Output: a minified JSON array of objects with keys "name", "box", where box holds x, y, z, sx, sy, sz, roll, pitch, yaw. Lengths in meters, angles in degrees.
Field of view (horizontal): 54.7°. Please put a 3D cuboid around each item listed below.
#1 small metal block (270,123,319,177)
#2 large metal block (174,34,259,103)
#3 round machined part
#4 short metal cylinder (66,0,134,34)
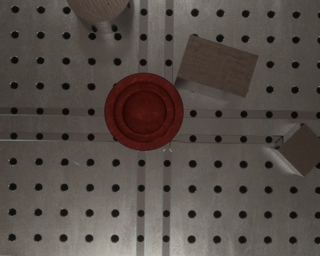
[{"name":"small metal block","box":[0.188,0.029,0.416,0.050,0.025,0.050,-44,91,0]},{"name":"large metal block","box":[0.065,-0.070,0.387,0.080,0.080,0.050,17,90,-1]},{"name":"round machined part","box":[-0.020,-0.020,0.405,0.099,0.042,0.097,0,90,-1]},{"name":"short metal cylinder","box":[-0.076,-0.168,0.400,0.081,0.050,0.079,0,90,-1]}]
